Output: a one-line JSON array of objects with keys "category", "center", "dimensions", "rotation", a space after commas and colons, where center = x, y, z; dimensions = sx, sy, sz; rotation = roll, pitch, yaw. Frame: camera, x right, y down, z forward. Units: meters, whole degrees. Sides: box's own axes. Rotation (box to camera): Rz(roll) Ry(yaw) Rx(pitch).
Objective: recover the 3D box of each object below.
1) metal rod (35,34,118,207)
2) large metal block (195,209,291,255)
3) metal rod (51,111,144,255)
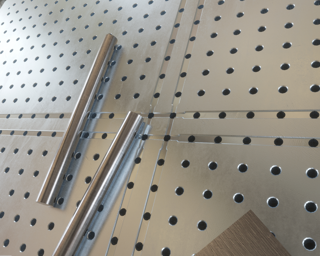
[{"category": "metal rod", "center": [-0.123, -0.026, 0.489], "dimensions": [0.025, 0.025, 0.300], "rotation": [1, 62, 29]}, {"category": "large metal block", "center": [0.080, 0.133, 0.269], "dimensions": [0.080, 0.050, 0.080], "rotation": [-40, 51, 1]}, {"category": "metal rod", "center": [-0.096, 0.112, 0.390], "dimensions": [0.025, 0.025, 0.300], "rotation": [14, 68, 33]}]
